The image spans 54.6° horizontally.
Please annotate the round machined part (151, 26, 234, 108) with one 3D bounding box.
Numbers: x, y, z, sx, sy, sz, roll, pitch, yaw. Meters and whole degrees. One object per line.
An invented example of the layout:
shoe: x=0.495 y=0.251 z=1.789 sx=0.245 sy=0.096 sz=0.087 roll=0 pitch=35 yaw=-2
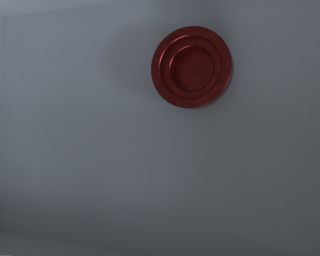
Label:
round machined part: x=0.042 y=-0.072 z=0.387 sx=0.098 sy=0.042 sz=0.097 roll=0 pitch=90 yaw=20
